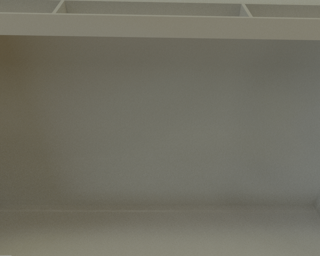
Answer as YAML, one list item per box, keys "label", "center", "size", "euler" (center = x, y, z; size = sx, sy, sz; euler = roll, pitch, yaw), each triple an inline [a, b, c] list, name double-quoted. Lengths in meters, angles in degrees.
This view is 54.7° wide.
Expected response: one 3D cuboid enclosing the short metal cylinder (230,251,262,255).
- label: "short metal cylinder"
  center: [0.184, 0.305, 0.658]
  size: [0.081, 0.050, 0.079]
  euler: [0, 130, 0]
